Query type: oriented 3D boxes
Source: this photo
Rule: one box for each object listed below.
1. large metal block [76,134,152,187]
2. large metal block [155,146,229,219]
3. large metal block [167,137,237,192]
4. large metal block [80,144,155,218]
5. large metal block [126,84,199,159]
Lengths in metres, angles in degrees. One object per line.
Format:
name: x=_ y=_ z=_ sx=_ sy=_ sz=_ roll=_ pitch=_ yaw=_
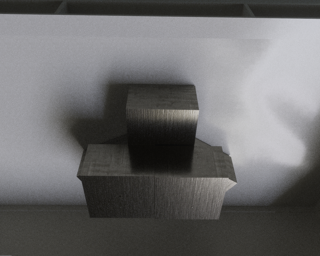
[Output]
large metal block: x=-0.057 y=0.062 z=0.443 sx=0.080 sy=0.050 sz=0.080 roll=-21 pitch=127 yaw=16
large metal block: x=0.034 y=0.068 z=0.381 sx=0.081 sy=0.050 sz=0.079 roll=0 pitch=130 yaw=-1
large metal block: x=0.049 y=0.067 z=0.446 sx=0.080 sy=0.050 sz=0.080 roll=28 pitch=125 yaw=-21
large metal block: x=-0.047 y=0.066 z=0.381 sx=0.081 sy=0.050 sz=0.079 roll=0 pitch=130 yaw=-1
large metal block: x=0.002 y=-0.006 z=0.385 sx=0.081 sy=0.050 sz=0.079 roll=1 pitch=130 yaw=-1
